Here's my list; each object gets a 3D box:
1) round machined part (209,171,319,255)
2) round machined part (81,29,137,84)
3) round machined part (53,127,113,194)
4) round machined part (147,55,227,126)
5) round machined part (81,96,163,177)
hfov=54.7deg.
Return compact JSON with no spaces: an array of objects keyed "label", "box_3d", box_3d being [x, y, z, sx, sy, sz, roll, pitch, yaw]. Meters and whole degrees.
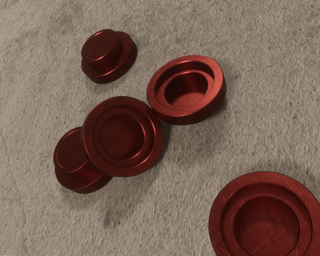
[{"label":"round machined part","box_3d":[0.098,0.093,0.284,0.098,0.042,0.098,-13,56,20]},{"label":"round machined part","box_3d":[-0.091,-0.125,0.515,0.098,0.042,0.098,-13,56,20]},{"label":"round machined part","box_3d":[-0.105,0.037,0.424,0.098,0.042,0.098,-13,56,20]},{"label":"round machined part","box_3d":[0.036,-0.043,0.396,0.098,0.042,0.098,-11,53,16]},{"label":"round machined part","box_3d":[-0.049,0.012,0.387,0.042,0.098,0.098,-20,42,65]}]
